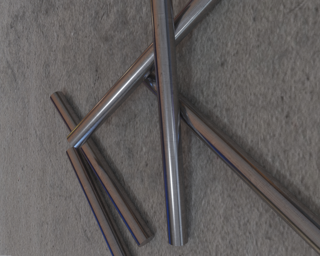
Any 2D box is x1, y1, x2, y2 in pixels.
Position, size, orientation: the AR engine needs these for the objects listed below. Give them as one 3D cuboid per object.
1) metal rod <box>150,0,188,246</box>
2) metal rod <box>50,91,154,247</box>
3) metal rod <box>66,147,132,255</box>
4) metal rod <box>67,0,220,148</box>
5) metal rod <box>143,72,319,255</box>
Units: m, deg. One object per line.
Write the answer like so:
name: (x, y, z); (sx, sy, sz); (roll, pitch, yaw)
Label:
metal rod: (0.012, -0.006, 0.362); (0.025, 0.025, 0.298); (3, 101, 39)
metal rod: (-0.101, 0.048, 0.485); (0.300, 0.025, 0.025); (52, 120, 27)
metal rod: (-0.074, 0.154, 0.463); (0.025, 0.025, 0.299); (-46, 63, 30)
metal rod: (-0.020, -0.078, 0.388); (0.299, 0.025, 0.025); (-44, 64, 20)
metal rod: (0.068, 0.017, 0.347); (0.300, 0.025, 0.025); (46, 117, 29)
